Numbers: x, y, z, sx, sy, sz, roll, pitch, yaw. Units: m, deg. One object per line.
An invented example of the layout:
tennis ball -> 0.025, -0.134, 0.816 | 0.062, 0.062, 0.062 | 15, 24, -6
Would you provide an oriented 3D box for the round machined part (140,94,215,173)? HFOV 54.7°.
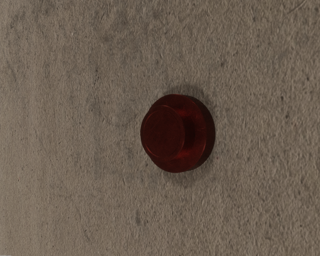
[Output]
round machined part -> 0.014, 0.007, 0.380 | 0.098, 0.042, 0.097 | 0, 90, 39
